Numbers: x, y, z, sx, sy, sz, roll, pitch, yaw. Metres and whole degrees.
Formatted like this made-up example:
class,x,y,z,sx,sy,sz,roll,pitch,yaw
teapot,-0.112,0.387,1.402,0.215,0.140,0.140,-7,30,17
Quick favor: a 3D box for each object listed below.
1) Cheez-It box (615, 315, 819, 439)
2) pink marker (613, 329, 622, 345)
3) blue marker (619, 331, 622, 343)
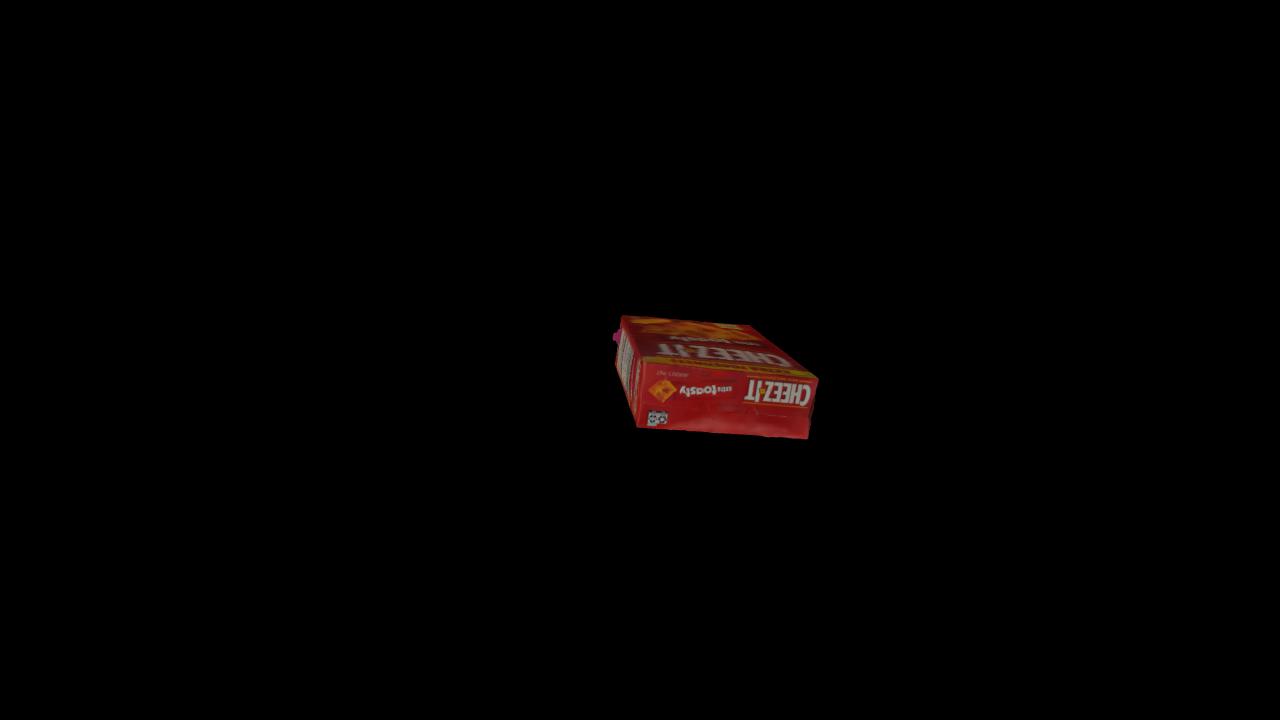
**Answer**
class,x,y,z,sx,sy,sz,roll,pitch,yaw
Cheez-It box,0.066,0.010,0.651,0.166,0.071,0.223,4,15,-8
pink marker,0.026,-0.024,0.732,0.121,0.020,0.020,3,-1,-22
blue marker,0.024,-0.023,0.752,0.020,0.020,0.121,0,23,-10
